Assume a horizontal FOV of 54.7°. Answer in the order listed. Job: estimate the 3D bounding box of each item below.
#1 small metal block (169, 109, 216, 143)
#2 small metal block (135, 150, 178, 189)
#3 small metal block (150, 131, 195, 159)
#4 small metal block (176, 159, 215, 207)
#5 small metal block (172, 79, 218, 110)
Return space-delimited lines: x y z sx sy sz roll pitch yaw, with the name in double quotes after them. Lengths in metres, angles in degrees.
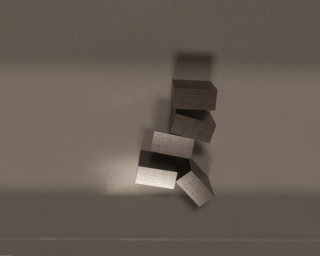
0.040 -0.008 0.396 0.050 0.050 0.025 16 109 -6 "small metal block"
-0.005 0.055 0.418 0.050 0.050 0.025 10 110 -4 "small metal block"
0.015 0.024 0.401 0.050 0.050 0.025 11 84 2 "small metal block"
0.046 0.070 0.425 0.025 0.050 0.050 -38 107 12 "small metal block"
0.040 -0.042 0.383 0.050 0.050 0.025 2 110 -1 "small metal block"
